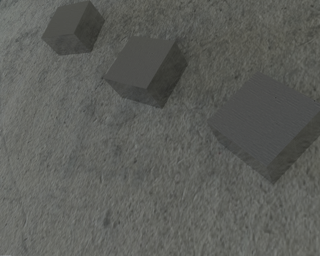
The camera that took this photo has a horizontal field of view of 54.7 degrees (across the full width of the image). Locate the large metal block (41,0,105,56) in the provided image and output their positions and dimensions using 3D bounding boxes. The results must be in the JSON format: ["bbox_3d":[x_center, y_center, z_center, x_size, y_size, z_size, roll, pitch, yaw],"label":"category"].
[{"bbox_3d":[-0.163,-0.187,0.586,0.080,0.050,0.080,2,63,29],"label":"large metal block"}]

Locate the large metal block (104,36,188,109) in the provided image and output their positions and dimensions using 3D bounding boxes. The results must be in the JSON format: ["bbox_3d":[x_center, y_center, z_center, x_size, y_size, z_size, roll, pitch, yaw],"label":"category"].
[{"bbox_3d":[-0.019,-0.082,0.447,0.080,0.050,0.080,18,71,34],"label":"large metal block"}]

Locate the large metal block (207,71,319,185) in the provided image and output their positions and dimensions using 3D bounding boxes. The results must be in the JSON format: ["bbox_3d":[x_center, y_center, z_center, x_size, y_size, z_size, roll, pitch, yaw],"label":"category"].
[{"bbox_3d":[0.112,-0.002,0.330,0.080,0.050,0.080,-45,51,-4],"label":"large metal block"}]
